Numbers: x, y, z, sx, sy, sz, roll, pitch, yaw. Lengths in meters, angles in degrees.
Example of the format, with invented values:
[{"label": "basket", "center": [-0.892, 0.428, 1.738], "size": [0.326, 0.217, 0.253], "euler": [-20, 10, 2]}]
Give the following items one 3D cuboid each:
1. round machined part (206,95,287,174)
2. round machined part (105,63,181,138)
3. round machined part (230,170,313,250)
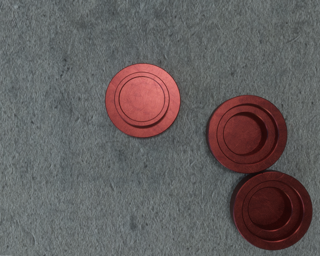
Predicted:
[{"label": "round machined part", "center": [0.108, 0.008, 0.402], "size": [0.099, 0.042, 0.097], "euler": [0, 90, 0]}, {"label": "round machined part", "center": [-0.022, -0.036, 0.401], "size": [0.099, 0.042, 0.097], "euler": [0, 90, 0]}, {"label": "round machined part", "center": [0.139, 0.102, 0.402], "size": [0.099, 0.042, 0.097], "euler": [0, 90, 0]}]
